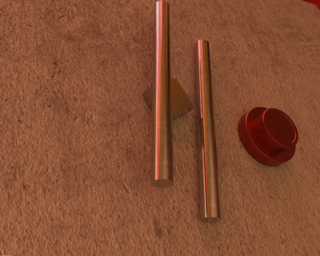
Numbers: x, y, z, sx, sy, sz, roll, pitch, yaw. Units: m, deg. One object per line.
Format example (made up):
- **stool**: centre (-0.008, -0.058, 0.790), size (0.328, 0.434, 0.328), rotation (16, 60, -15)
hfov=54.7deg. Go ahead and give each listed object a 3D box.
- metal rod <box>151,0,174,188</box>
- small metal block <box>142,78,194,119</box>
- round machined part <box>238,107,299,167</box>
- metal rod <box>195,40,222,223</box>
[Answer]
- **metal rod**: centre (0.003, -0.067, 0.415), size (0.025, 0.025, 0.299), rotation (14, 55, -21)
- **small metal block**: centre (0.011, -0.038, 0.435), size (0.050, 0.025, 0.050), rotation (-20, 73, -36)
- **round machined part**: centre (0.176, 0.008, 0.485), size (0.099, 0.042, 0.098), rotation (14, 56, -21)
- **metal rod**: centre (0.067, -0.016, 0.451), size (0.025, 0.025, 0.300), rotation (16, 55, -20)
